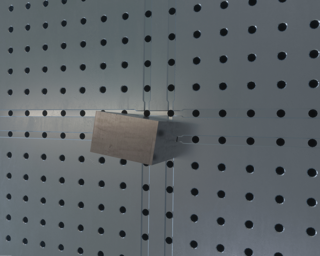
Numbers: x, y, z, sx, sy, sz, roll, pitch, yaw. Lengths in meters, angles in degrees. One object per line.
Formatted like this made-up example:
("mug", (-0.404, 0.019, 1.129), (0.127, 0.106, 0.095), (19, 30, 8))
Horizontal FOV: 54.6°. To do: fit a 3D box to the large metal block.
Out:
("large metal block", (-0.029, 0.010, 0.394), (0.080, 0.080, 0.050), (10, 94, 20))
